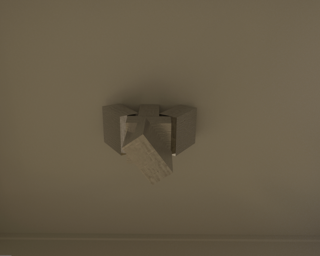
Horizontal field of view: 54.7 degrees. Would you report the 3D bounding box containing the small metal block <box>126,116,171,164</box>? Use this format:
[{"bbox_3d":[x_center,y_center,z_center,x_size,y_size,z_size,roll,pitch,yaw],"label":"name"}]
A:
[{"bbox_3d":[-0.013,0.014,0.360,0.050,0.025,0.050,1,110,-1],"label":"small metal block"}]

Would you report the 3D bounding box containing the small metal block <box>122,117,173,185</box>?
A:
[{"bbox_3d":[-0.012,0.023,0.324,0.025,0.050,0.050,-33,107,12],"label":"small metal block"}]

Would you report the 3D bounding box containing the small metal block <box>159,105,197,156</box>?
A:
[{"bbox_3d":[0.023,0.002,0.394,0.025,0.050,0.050,14,114,32],"label":"small metal block"}]

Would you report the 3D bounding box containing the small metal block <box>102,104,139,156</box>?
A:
[{"bbox_3d":[-0.050,0.001,0.393,0.025,0.050,0.050,-12,114,-32],"label":"small metal block"}]

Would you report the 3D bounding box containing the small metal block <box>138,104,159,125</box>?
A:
[{"bbox_3d":[-0.014,0.001,0.396,0.025,0.050,0.050,1,110,0],"label":"small metal block"}]
